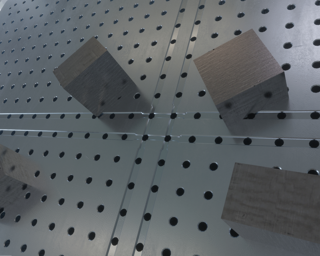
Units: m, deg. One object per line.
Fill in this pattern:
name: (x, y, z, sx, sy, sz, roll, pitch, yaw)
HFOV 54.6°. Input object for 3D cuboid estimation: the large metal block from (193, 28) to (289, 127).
large metal block: (0.097, -0.061, 0.379, 0.080, 0.050, 0.080, -27, 52, 11)

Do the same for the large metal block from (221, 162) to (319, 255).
large metal block: (0.108, 0.074, 0.271, 0.080, 0.080, 0.050, 6, 65, 31)

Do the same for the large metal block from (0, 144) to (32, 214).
large metal block: (-0.258, 0.081, 0.480, 0.080, 0.050, 0.080, -42, 51, -1)

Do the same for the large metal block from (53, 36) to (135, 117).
large metal block: (-0.099, -0.076, 0.473, 0.080, 0.080, 0.050, -42, 51, 0)
